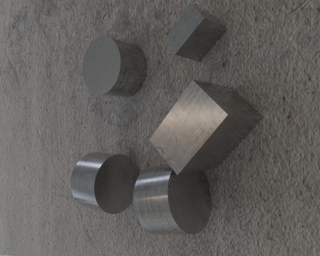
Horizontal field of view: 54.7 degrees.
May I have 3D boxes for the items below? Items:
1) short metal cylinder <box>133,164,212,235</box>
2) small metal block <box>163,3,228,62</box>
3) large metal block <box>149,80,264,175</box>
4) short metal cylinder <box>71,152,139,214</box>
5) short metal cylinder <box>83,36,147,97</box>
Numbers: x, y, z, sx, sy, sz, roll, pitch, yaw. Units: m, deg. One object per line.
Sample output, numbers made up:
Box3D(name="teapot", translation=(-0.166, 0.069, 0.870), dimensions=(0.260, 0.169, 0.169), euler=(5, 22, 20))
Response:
Box3D(name="short metal cylinder", translation=(0.016, 0.081, 0.356), dimensions=(0.050, 0.081, 0.080), euler=(-17, 79, 39))
Box3D(name="small metal block", translation=(0.041, -0.107, 0.355), dimensions=(0.050, 0.050, 0.025), euler=(-48, 62, 29))
Box3D(name="large metal block", translation=(0.050, 0.000, 0.328), dimensions=(0.050, 0.081, 0.080), euler=(51, 120, 28))
Box3D(name="short metal cylinder", translation=(-0.075, 0.075, 0.431), dimensions=(0.050, 0.081, 0.080), euler=(1, 91, 40))
Box3D(name="short metal cylinder", translation=(-0.065, -0.085, 0.443), dimensions=(0.080, 0.050, 0.080), euler=(0, 90, 40))
